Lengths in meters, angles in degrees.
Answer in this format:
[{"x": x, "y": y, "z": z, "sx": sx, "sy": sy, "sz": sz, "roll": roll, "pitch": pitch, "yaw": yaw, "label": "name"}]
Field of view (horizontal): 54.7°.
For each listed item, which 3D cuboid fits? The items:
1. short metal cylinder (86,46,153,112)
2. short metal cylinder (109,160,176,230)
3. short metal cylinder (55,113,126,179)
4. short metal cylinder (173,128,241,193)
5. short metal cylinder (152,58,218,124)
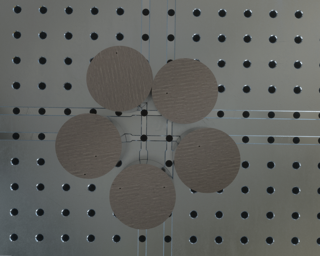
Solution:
[{"x": -0.049, "y": -0.060, "z": 0.400, "sx": 0.081, "sy": 0.050, "sz": 0.079, "roll": 0, "pitch": 90, "yaw": -1, "label": "short metal cylinder"}, {"x": -0.021, "y": 0.083, "z": 0.399, "sx": 0.081, "sy": 0.050, "sz": 0.080, "roll": 0, "pitch": 90, "yaw": 0, "label": "short metal cylinder"}, {"x": -0.086, "y": 0.022, "z": 0.400, "sx": 0.081, "sy": 0.050, "sz": 0.079, "roll": 0, "pitch": 90, "yaw": 0, "label": "short metal cylinder"}, {"x": 0.057, "y": 0.039, "z": 0.400, "sx": 0.081, "sy": 0.050, "sz": 0.079, "roll": 0, "pitch": 91, "yaw": -1, "label": "short metal cylinder"}, {"x": 0.030, "y": -0.045, "z": 0.400, "sx": 0.081, "sy": 0.050, "sz": 0.079, "roll": 0, "pitch": 90, "yaw": 0, "label": "short metal cylinder"}]
